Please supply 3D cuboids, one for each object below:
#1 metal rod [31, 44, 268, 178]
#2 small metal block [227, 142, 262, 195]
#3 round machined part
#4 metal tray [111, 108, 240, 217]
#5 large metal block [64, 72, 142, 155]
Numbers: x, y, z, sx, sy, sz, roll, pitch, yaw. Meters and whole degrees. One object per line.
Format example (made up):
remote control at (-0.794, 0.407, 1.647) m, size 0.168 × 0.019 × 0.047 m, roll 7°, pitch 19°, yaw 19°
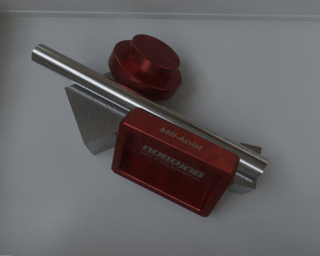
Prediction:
metal rod at (-0.019, -0.024, 0.362) m, size 0.301 × 0.025 × 0.025 m, roll 28°, pitch 72°, yaw 9°
small metal block at (0.100, 0.051, 0.377) m, size 0.025 × 0.050 × 0.050 m, roll 14°, pitch 71°, yaw 5°
round machined part at (-0.013, -0.084, 0.402) m, size 0.099 × 0.042 × 0.098 m, roll 22°, pitch 39°, yaw -18°
metal tray at (0.012, 0.042, 0.355) m, size 0.130 × 0.089 × 0.030 m, roll 25°, pitch 45°, yaw 8°
large metal block at (-0.066, -0.022, 0.402) m, size 0.080 × 0.050 × 0.080 m, roll -21°, pitch 72°, yaw -8°
